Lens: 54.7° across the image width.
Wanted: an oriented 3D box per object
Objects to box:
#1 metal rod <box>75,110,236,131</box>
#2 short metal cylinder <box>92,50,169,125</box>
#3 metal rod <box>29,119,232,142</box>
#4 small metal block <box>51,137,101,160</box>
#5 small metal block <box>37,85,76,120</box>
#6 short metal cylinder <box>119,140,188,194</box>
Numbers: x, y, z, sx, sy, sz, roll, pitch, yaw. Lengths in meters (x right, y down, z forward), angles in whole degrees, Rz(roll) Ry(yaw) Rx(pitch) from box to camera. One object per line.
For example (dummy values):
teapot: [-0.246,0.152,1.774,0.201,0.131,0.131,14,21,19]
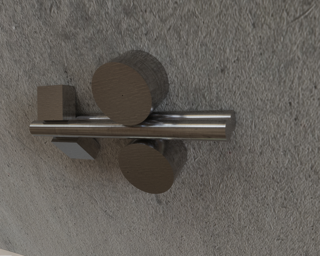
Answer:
metal rod: [-0.048,-0.010,0.428,0.300,0.025,0.025,0,119,28]
short metal cylinder: [-0.035,-0.050,0.380,0.080,0.050,0.079,13,124,21]
metal rod: [-0.058,0.001,0.408,0.300,0.025,0.025,0,119,28]
small metal block: [-0.129,0.025,0.479,0.050,0.025,0.050,0,145,27]
small metal block: [-0.152,-0.036,0.454,0.050,0.025,0.050,0,91,28]
short metal cylinder: [-0.009,0.042,0.423,0.080,0.050,0.079,13,124,21]
